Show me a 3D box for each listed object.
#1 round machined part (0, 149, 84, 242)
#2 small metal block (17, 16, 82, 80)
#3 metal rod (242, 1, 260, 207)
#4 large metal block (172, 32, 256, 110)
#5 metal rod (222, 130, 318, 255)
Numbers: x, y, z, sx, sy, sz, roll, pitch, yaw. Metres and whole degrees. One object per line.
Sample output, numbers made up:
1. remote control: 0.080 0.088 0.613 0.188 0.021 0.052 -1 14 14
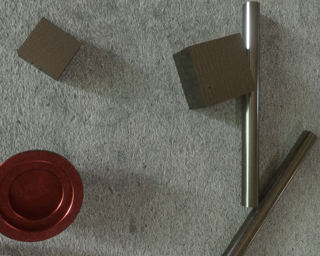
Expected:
1. round machined part: -0.139 0.073 0.349 0.099 0.042 0.097 0 90 -21
2. small metal block: -0.128 -0.091 0.362 0.050 0.025 0.050 34 79 -17
3. metal rod: 0.135 -0.034 0.460 0.025 0.025 0.298 0 90 -20
4. large metal block: 0.074 -0.076 0.424 0.081 0.050 0.080 -20 97 -19
5. metal rod: 0.152 0.127 0.467 0.025 0.025 0.300 42 77 -16
